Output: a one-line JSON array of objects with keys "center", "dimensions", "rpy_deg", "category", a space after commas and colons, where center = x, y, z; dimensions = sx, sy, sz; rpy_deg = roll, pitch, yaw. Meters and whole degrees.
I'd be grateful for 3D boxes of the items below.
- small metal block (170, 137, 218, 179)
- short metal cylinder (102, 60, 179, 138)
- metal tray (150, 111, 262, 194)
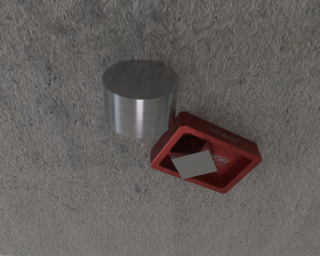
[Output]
[{"center": [0.046, 0.041, 0.422], "dimensions": [0.050, 0.025, 0.050], "rpy_deg": [-16, 135, 13], "category": "small metal block"}, {"center": [-0.021, -0.034, 0.342], "dimensions": [0.081, 0.080, 0.050], "rpy_deg": [3, 130, -3], "category": "short metal cylinder"}, {"center": [0.063, 0.039, 0.437], "dimensions": [0.131, 0.030, 0.089], "rpy_deg": [23, 127, -19], "category": "metal tray"}]
